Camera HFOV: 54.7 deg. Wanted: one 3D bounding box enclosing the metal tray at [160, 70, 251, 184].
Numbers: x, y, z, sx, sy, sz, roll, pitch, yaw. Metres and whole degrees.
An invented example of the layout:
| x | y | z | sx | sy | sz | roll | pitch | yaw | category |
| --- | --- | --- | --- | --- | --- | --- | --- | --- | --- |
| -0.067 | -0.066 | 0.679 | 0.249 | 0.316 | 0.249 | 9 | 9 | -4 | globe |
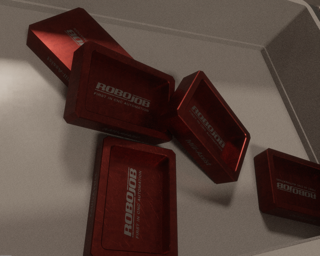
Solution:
| x | y | z | sx | sy | sz | roll | pitch | yaw | category |
| --- | --- | --- | --- | --- | --- | --- | --- | --- | --- |
| 0.066 | 0.000 | 0.411 | 0.130 | 0.030 | 0.090 | 48 | 48 | -21 | metal tray |

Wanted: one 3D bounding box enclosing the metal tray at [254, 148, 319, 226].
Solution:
| x | y | z | sx | sy | sz | roll | pitch | yaw | category |
| --- | --- | --- | --- | --- | --- | --- | --- | --- | --- |
| 0.206 | 0.090 | 0.460 | 0.131 | 0.030 | 0.090 | 17 | 55 | -19 | metal tray |

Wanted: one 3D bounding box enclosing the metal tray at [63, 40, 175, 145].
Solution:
| x | y | z | sx | sy | sz | roll | pitch | yaw | category |
| --- | --- | --- | --- | --- | --- | --- | --- | --- | --- |
| -0.041 | -0.037 | 0.370 | 0.131 | 0.030 | 0.090 | 17 | 68 | -37 | metal tray |

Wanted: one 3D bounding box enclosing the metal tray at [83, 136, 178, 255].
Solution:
| x | y | z | sx | sy | sz | roll | pitch | yaw | category |
| --- | --- | --- | --- | --- | --- | --- | --- | --- | --- |
| -0.028 | 0.079 | 0.339 | 0.091 | 0.030 | 0.130 | 14 | 56 | -21 | metal tray |

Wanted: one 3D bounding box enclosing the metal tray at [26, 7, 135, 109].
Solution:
| x | y | z | sx | sy | sz | roll | pitch | yaw | category |
| --- | --- | --- | --- | --- | --- | --- | --- | --- | --- |
| -0.096 | -0.093 | 0.409 | 0.130 | 0.030 | 0.091 | 46 | 51 | 3 | metal tray |
